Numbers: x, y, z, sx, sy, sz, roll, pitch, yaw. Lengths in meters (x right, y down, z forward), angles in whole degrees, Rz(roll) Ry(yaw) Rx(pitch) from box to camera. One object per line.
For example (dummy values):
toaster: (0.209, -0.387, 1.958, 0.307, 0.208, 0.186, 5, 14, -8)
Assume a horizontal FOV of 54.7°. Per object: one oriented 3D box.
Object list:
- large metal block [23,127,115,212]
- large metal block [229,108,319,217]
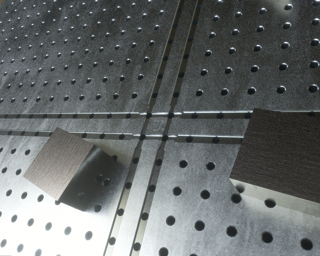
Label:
large metal block: (-0.123, 0.054, 0.422, 0.080, 0.050, 0.080, 20, 72, 35)
large metal block: (0.125, 0.032, 0.306, 0.080, 0.050, 0.080, 12, 68, 33)
